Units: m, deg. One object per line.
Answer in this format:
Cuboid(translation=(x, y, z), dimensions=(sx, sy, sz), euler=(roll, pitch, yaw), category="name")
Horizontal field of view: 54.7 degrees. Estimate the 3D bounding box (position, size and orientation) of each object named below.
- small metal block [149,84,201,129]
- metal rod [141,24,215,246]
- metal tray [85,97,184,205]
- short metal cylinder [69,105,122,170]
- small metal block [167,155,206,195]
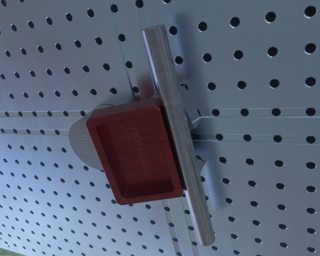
Cuboid(translation=(0.016, -0.021, 0.389), dimensions=(0.050, 0.025, 0.050), euler=(-16, 110, 34), category="small metal block")
Cuboid(translation=(0.029, 0.027, 0.379), dimensions=(0.025, 0.025, 0.298), euler=(-1, 118, 28), category="metal rod")
Cuboid(translation=(-0.027, 0.033, 0.390), dimensions=(0.090, 0.030, 0.129), euler=(-11, 115, 11), category="metal tray")
Cuboid(translation=(-0.082, 0.013, 0.443), dimensions=(0.080, 0.050, 0.079), euler=(13, 124, 20), category="short metal cylinder")
Cuboid(translation=(0.027, 0.057, 0.430), dimensions=(0.050, 0.025, 0.050), euler=(34, 129, 5), category="small metal block")
